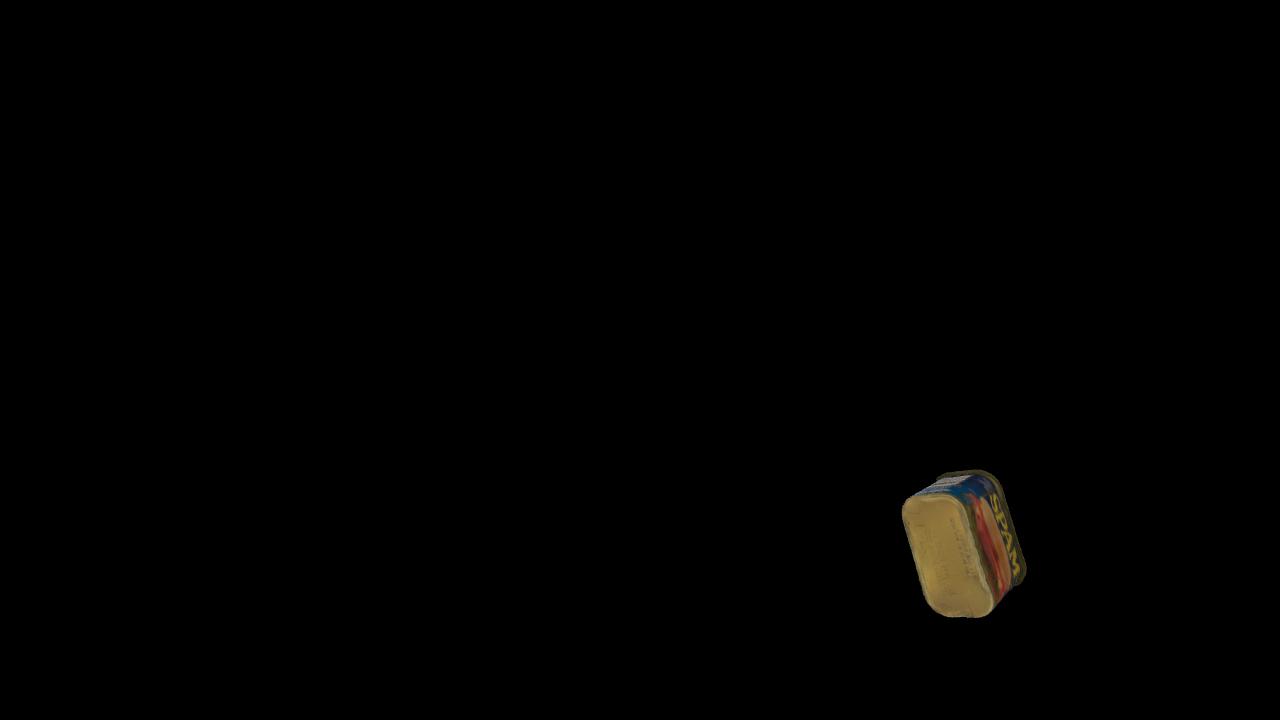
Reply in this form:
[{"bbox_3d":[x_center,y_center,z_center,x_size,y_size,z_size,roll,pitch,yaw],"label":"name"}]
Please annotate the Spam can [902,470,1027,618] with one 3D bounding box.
[{"bbox_3d":[0.267,0.150,0.509,0.085,0.101,0.058,-5,-12,-44],"label":"Spam can"}]
